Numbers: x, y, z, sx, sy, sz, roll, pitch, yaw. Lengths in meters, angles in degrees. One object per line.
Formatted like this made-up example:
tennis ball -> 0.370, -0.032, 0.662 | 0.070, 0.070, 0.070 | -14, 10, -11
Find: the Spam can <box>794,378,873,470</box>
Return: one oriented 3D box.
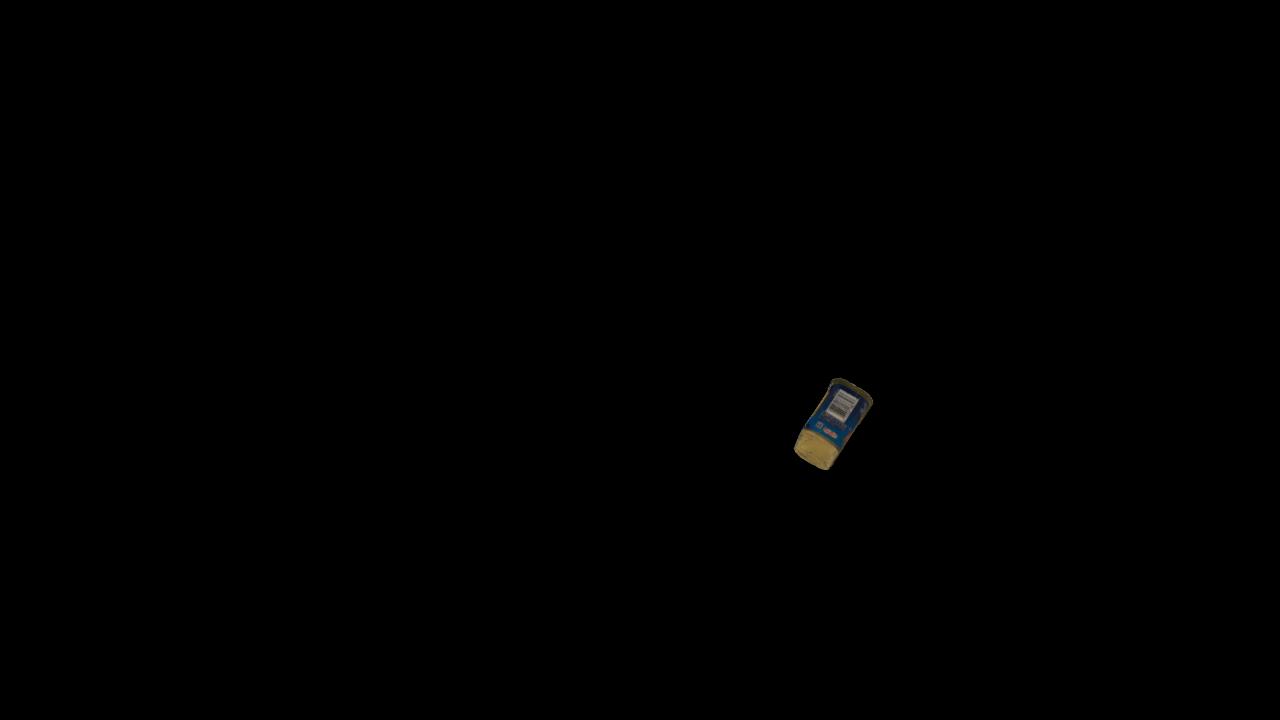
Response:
Spam can -> 0.246, 0.085, 0.792 | 0.058, 0.085, 0.101 | 32, -20, 20
